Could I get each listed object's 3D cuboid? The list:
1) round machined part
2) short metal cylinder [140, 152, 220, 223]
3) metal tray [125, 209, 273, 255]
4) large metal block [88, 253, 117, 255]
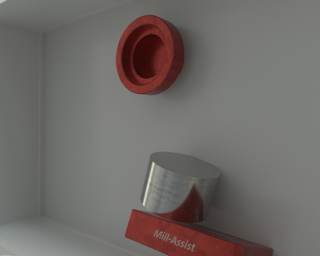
[{"bbox_3d":[-0.008,-0.091,0.401,0.098,0.042,0.097,0,90,39],"label":"round machined part"},{"bbox_3d":[0.022,0.064,0.351,0.080,0.081,0.050,22,104,37],"label":"short metal cylinder"},{"bbox_3d":[0.039,0.121,0.327,0.130,0.090,0.030,5,74,39],"label":"metal tray"},{"bbox_3d":[-0.085,0.238,0.460,0.080,0.050,0.080,-12,84,39],"label":"large metal block"}]
